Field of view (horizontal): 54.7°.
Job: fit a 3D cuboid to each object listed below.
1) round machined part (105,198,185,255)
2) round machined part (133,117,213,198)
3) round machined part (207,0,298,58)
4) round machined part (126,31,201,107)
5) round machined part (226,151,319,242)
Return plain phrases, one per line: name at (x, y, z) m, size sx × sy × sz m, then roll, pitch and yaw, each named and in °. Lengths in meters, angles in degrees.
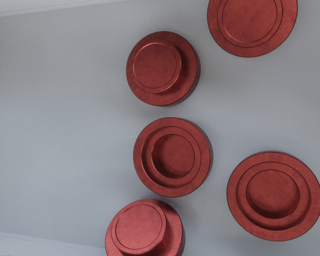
round machined part at (-0.021, 0.129, 0.379) m, size 0.098 × 0.042 × 0.098 m, roll -9°, pitch 45°, yaw 9°
round machined part at (0.019, 0.035, 0.394) m, size 0.098 × 0.042 × 0.097 m, roll 0°, pitch 90°, yaw 19°
round machined part at (0.102, -0.128, 0.347) m, size 0.098 × 0.042 × 0.097 m, roll 8°, pitch 116°, yaw 17°
round machined part at (0.000, -0.077, 0.401) m, size 0.098 × 0.042 × 0.097 m, roll 0°, pitch 90°, yaw 19°
round machined part at (0.129, 0.075, 0.356) m, size 0.098 × 0.042 × 0.097 m, roll 0°, pitch 90°, yaw 19°
